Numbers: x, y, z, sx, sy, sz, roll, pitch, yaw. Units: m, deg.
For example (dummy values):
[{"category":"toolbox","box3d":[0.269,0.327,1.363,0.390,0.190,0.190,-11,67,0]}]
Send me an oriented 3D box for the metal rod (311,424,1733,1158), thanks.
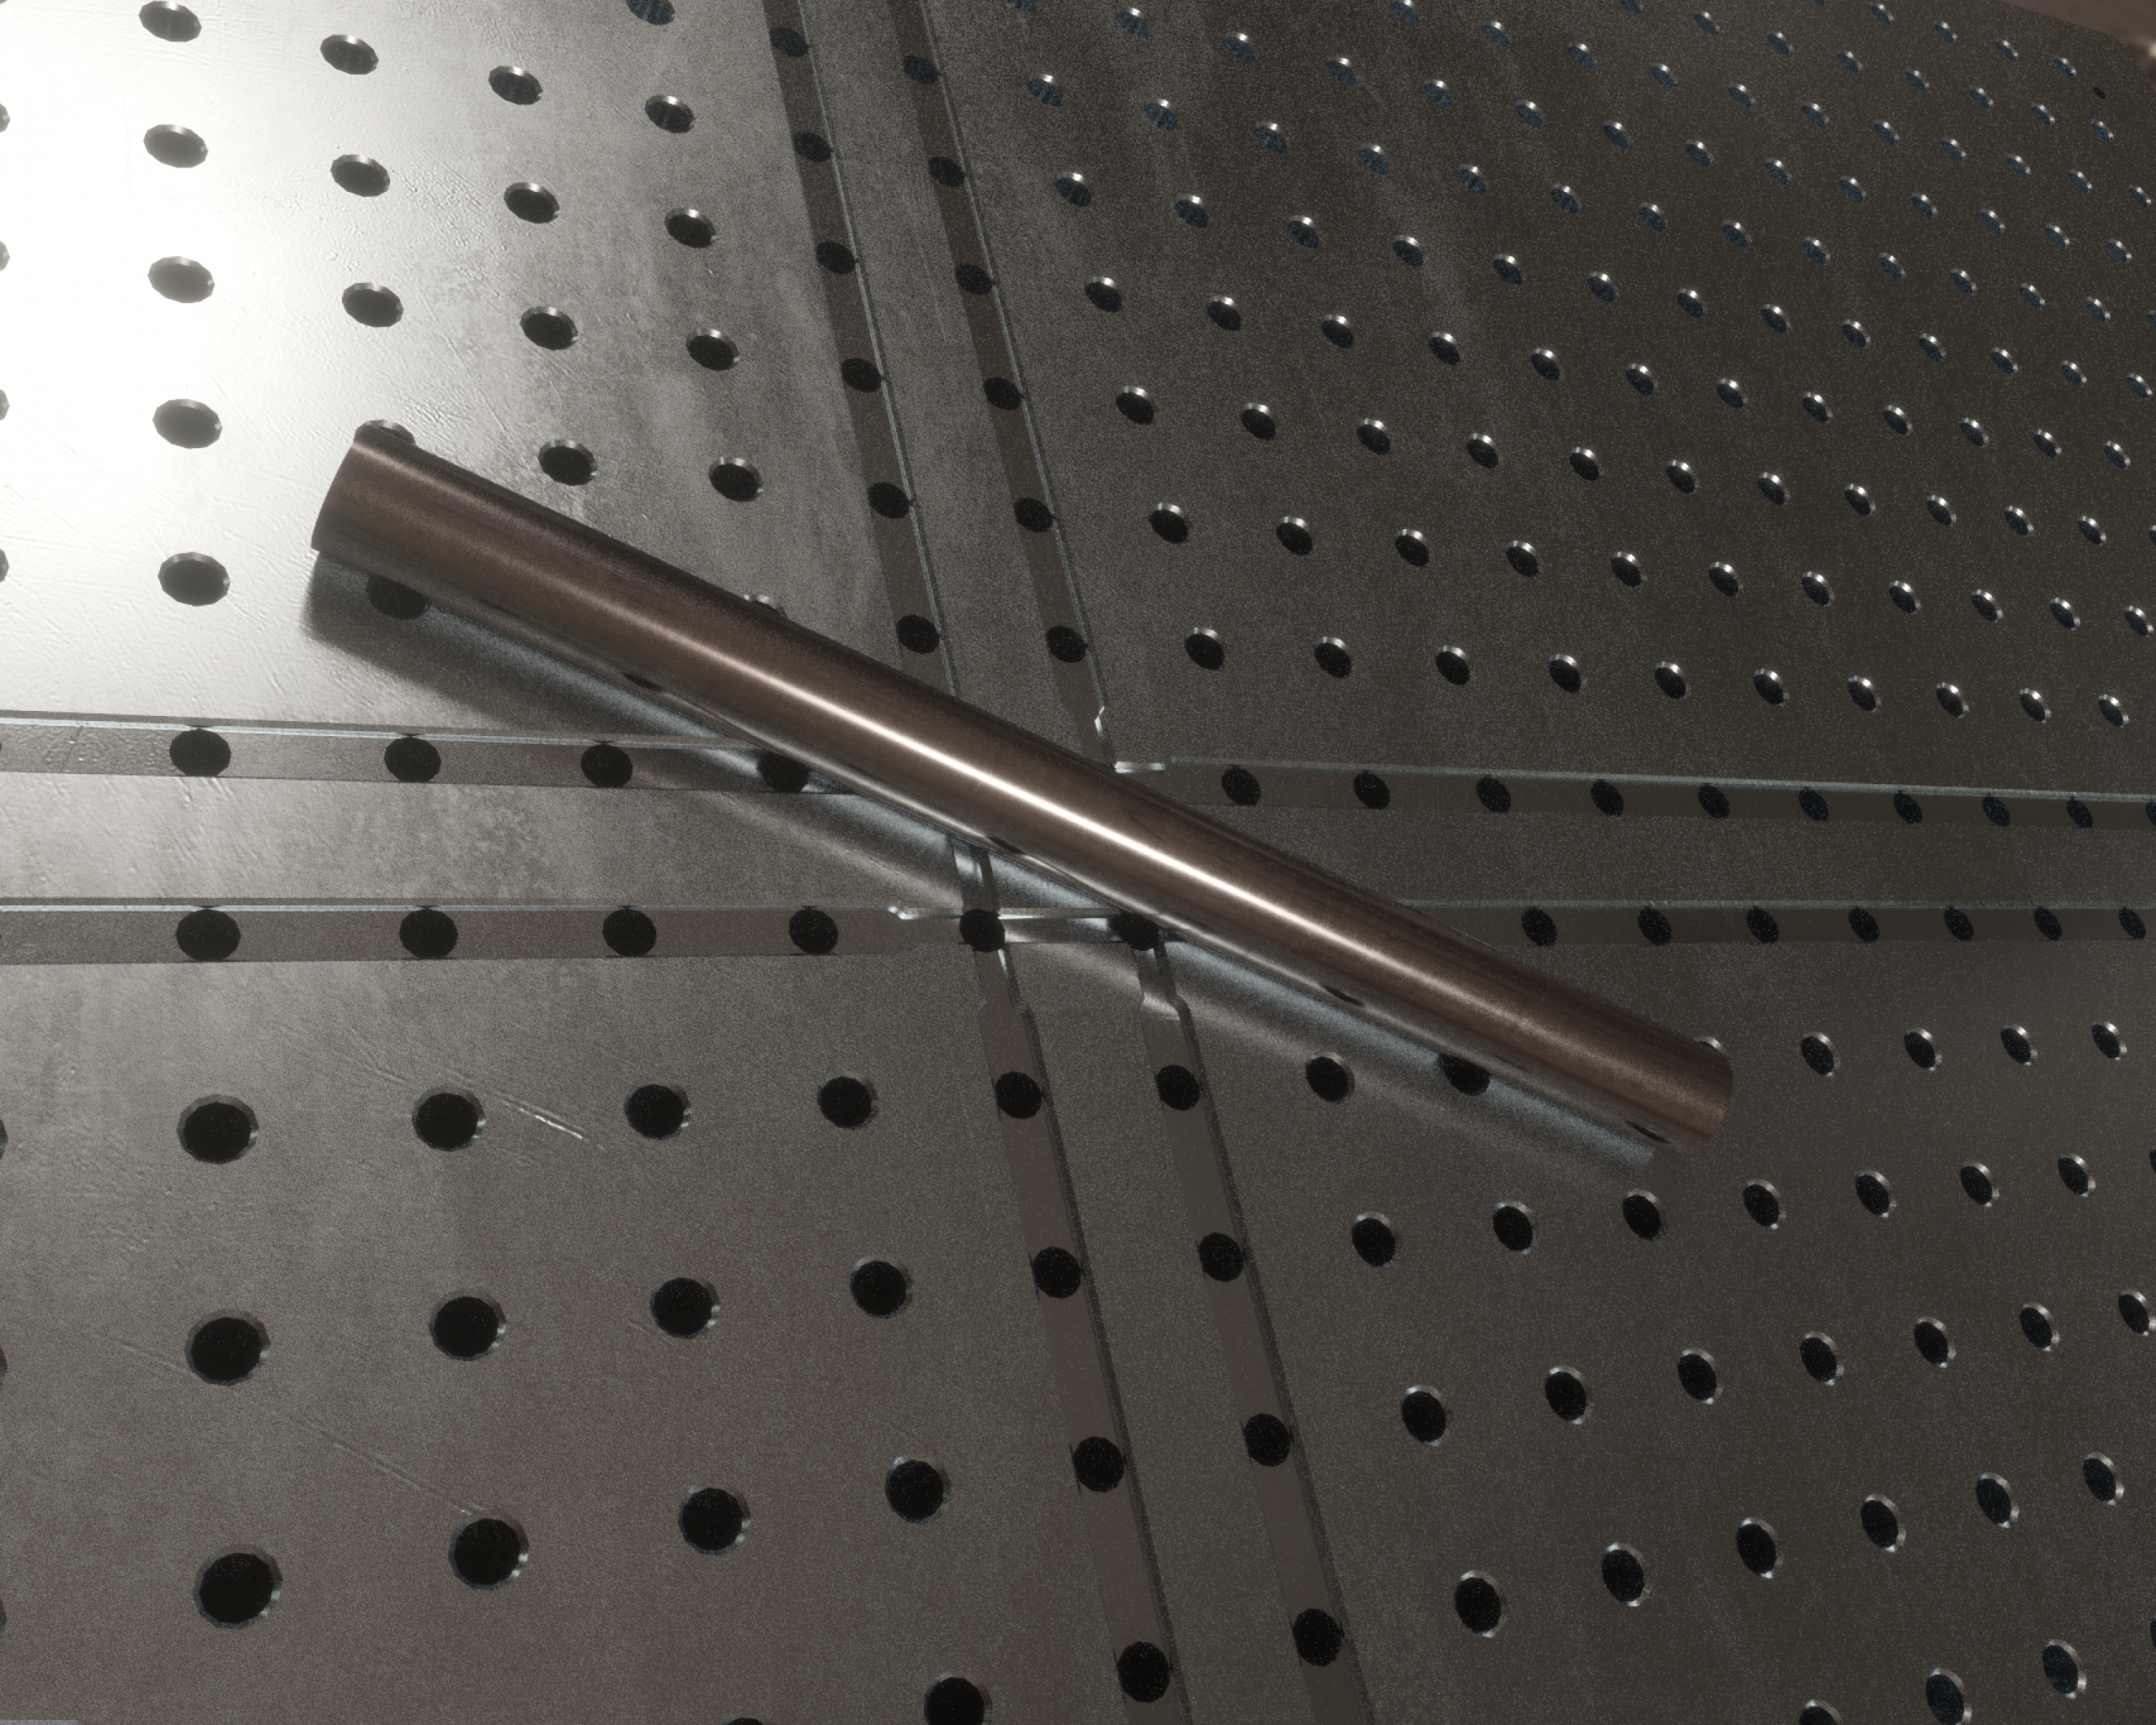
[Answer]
[{"category":"metal rod","box3d":[0.000,-0.008,0.415,0.302,0.025,0.025,24,53,-14]}]
